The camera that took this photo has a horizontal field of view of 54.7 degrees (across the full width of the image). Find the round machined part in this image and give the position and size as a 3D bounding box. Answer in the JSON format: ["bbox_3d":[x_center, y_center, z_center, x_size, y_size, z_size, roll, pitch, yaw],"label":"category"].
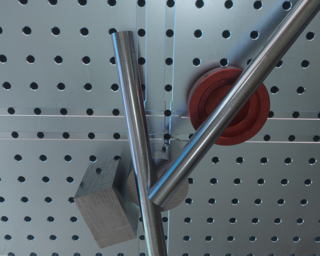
[{"bbox_3d":[0.084,-0.030,0.394,0.099,0.042,0.097,0,110,-1],"label":"round machined part"}]

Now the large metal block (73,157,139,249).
[{"bbox_3d":[-0.067,0.099,0.420,0.050,0.080,0.080,-19,109,6],"label":"large metal block"}]

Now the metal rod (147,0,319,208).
[{"bbox_3d":[0.086,-0.034,0.350,0.025,0.025,0.299,37,94,-13],"label":"metal rod"}]

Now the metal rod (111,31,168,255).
[{"bbox_3d":[-0.022,0.038,0.375,0.025,0.025,0.298,-8,99,2],"label":"metal rod"}]

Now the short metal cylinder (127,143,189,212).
[{"bbox_3d":[-0.003,0.067,0.425,0.081,0.050,0.079,0,110,-1],"label":"short metal cylinder"}]
